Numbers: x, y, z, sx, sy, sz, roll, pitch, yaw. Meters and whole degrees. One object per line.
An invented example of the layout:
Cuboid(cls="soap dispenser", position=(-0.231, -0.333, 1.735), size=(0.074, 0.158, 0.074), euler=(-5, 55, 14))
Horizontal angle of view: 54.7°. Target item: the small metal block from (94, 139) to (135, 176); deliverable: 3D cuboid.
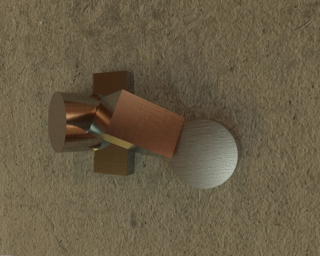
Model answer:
Cuboid(cls="small metal block", position=(-0.063, 0.038, 0.431), size=(0.050, 0.025, 0.050), euler=(3, 91, 19))

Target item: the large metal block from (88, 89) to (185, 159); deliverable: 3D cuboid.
Cuboid(cls="large metal block", position=(-0.031, -0.002, 0.371), size=(0.080, 0.080, 0.050), euler=(23, 79, -24))

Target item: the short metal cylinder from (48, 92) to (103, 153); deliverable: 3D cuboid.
Cuboid(cls="short metal cylinder", position=(-0.114, -0.008, 0.416), size=(0.080, 0.050, 0.079), euler=(2, 92, 55))

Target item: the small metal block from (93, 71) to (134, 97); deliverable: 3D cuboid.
Cuboid(cls="small metal block", position=(-0.064, -0.051, 0.431), size=(0.050, 0.025, 0.050), euler=(-1, 90, 19))

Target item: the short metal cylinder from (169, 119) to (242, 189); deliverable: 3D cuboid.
Cuboid(cls="short metal cylinder", position=(0.056, 0.029, 0.377), size=(0.080, 0.050, 0.079), euler=(0, 90, 19))
